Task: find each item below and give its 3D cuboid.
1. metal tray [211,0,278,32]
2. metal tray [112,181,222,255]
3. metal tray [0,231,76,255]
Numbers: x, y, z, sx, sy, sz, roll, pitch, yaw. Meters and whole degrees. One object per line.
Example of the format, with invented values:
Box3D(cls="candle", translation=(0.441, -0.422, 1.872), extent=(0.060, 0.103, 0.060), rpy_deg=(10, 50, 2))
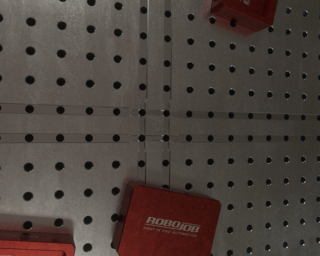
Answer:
Box3D(cls="metal tray", translation=(0.135, -0.222, 0.460), extent=(0.091, 0.030, 0.129), rpy_deg=(15, 85, -20))
Box3D(cls="metal tray", translation=(0.012, 0.129, 0.416), extent=(0.131, 0.030, 0.090), rpy_deg=(16, 85, -20))
Box3D(cls="metal tray", translation=(-0.170, 0.166, 0.347), extent=(0.131, 0.030, 0.090), rpy_deg=(11, 86, -20))
